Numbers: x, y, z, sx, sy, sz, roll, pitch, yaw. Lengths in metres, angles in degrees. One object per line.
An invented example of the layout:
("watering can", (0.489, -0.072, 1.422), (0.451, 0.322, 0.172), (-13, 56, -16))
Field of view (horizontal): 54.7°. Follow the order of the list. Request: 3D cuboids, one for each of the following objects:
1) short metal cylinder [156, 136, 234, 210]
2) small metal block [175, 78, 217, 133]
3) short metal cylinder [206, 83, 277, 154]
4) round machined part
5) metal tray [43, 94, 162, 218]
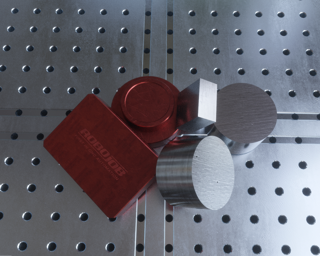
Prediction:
("short metal cylinder", (0.042, 0.051, 0.354), (0.050, 0.080, 0.080), (-9, 63, 43))
("small metal block", (0.045, -0.026, 0.385), (0.025, 0.050, 0.050), (16, 67, -24))
("short metal cylinder", (0.102, -0.011, 0.400), (0.081, 0.050, 0.080), (0, 70, 0))
("round machined part", (-0.016, -0.026, 0.408), (0.099, 0.042, 0.098), (0, 70, 0))
("metal tray", (-0.068, 0.032, 0.381), (0.130, 0.030, 0.090), (44, 91, 13))
